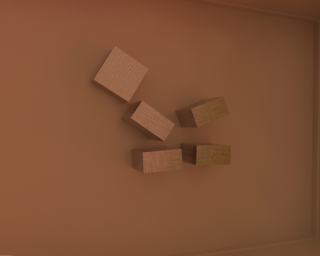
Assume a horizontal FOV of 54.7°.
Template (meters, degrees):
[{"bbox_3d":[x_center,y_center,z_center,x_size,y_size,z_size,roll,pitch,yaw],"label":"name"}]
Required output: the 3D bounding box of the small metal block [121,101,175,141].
[{"bbox_3d":[-0.016,-0.008,0.392,0.050,0.050,0.025,36,79,-17],"label":"small metal block"}]

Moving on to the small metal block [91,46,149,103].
[{"bbox_3d":[-0.051,-0.066,0.392,0.050,0.025,0.050,33,79,-18],"label":"small metal block"}]

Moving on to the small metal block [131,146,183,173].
[{"bbox_3d":[-0.005,0.039,0.397,0.050,0.050,0.025,-4,92,-20],"label":"small metal block"}]

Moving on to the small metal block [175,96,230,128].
[{"bbox_3d":[0.056,-0.021,0.419,0.050,0.050,0.025,-22,98,-19],"label":"small metal block"}]

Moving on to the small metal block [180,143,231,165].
[{"bbox_3d":[0.061,0.035,0.421,0.050,0.050,0.025,2,90,-20],"label":"small metal block"}]
